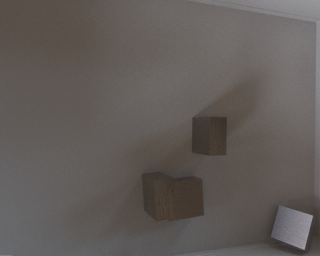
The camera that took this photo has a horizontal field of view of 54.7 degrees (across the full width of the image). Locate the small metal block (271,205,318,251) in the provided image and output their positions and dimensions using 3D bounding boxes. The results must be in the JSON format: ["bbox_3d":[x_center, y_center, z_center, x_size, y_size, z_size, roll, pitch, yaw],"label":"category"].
[{"bbox_3d":[0.203,0.150,0.468,0.025,0.050,0.050,28,77,-45],"label":"small metal block"}]

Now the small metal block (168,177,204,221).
[{"bbox_3d":[0.031,0.095,0.422,0.050,0.025,0.050,-3,91,-20],"label":"small metal block"}]

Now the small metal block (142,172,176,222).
[{"bbox_3d":[-0.002,0.086,0.396,0.025,0.050,0.050,-4,92,-20],"label":"small metal block"}]

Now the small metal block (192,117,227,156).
[{"bbox_3d":[0.066,0.010,0.421,0.025,0.050,0.050,1,90,-20],"label":"small metal block"}]
